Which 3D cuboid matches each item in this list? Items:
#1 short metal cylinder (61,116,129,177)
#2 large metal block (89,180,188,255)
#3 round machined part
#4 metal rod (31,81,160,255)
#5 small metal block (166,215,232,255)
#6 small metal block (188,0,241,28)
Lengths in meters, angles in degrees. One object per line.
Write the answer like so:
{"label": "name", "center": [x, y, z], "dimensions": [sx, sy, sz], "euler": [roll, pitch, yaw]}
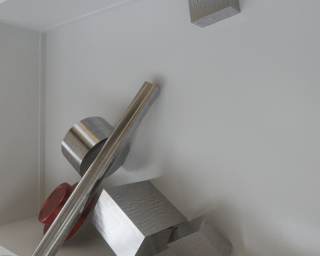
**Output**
{"label": "short metal cylinder", "center": [-0.092, 0.030, 0.444], "dimensions": [0.050, 0.081, 0.079], "euler": [40, 114, 32]}
{"label": "large metal block", "center": [-0.027, 0.115, 0.391], "dimensions": [0.080, 0.081, 0.050], "euler": [40, 114, 32]}
{"label": "round machined part", "center": [-0.150, 0.124, 0.482], "dimensions": [0.098, 0.042, 0.098], "euler": [-38, 26, 23]}
{"label": "metal rod", "center": [-0.089, 0.070, 0.395], "dimensions": [0.025, 0.025, 0.300], "euler": [26, 80, 36]}
{"label": "small metal block", "center": [0.045, 0.133, 0.354], "dimensions": [0.050, 0.025, 0.050], "euler": [-37, 100, 33]}
{"label": "small metal block", "center": [0.061, -0.150, 0.356], "dimensions": [0.050, 0.025, 0.050], "euler": [-10, 84, 39]}
